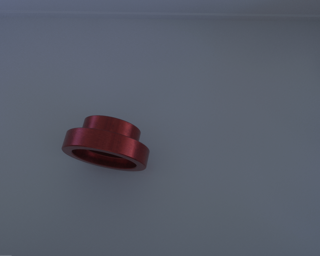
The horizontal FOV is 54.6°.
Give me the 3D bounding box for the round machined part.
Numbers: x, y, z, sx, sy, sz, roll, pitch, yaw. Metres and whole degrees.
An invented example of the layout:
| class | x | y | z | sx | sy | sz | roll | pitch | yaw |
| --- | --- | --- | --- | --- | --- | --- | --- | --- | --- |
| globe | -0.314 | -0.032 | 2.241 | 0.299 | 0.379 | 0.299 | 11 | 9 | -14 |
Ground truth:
| class | x | y | z | sx | sy | sz | roll | pitch | yaw |
| --- | --- | --- | --- | --- | --- | --- | --- | --- | --- |
| round machined part | -0.060 | 0.017 | 0.365 | 0.098 | 0.098 | 0.042 | 10 | 71 | 4 |
